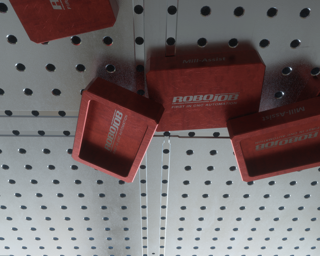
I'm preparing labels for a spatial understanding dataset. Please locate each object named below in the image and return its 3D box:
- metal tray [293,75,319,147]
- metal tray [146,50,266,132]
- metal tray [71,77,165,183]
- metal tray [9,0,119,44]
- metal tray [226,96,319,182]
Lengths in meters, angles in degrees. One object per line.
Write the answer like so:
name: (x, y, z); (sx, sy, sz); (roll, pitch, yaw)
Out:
metal tray: (0.240, -0.013, 0.401); (0.131, 0.030, 0.089); (8, 130, -8)
metal tray: (0.053, -0.042, 0.374); (0.131, 0.030, 0.089); (-4, 130, 2)
metal tray: (-0.057, 0.008, 0.391); (0.090, 0.030, 0.129); (23, 134, -1)
metal tray: (-0.101, -0.150, 0.280); (0.090, 0.030, 0.129); (-11, 130, 8)
metal tray: (0.157, 0.016, 0.383); (0.130, 0.030, 0.090); (-15, 129, 12)
